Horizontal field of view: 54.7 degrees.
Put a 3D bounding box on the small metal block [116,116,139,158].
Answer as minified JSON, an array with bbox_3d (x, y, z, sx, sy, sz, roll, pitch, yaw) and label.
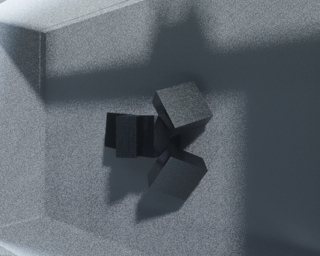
[{"bbox_3d":[-0.036,0.009,0.393,0.025,0.050,0.050,1,94,8],"label":"small metal block"}]

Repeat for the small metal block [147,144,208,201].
[{"bbox_3d":[0.020,0.053,0.367,0.050,0.050,0.025,-58,22,23],"label":"small metal block"}]

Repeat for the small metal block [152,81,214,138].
[{"bbox_3d":[0.026,-0.023,0.362,0.050,0.050,0.025,64,157,20],"label":"small metal block"}]

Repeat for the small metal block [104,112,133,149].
[{"bbox_3d":[-0.052,0.005,0.444,0.050,0.025,0.050,9,95,39],"label":"small metal block"}]

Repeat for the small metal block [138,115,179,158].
[{"bbox_3d":[-0.001,0.010,0.387,0.025,0.050,0.050,1,91,40],"label":"small metal block"}]
